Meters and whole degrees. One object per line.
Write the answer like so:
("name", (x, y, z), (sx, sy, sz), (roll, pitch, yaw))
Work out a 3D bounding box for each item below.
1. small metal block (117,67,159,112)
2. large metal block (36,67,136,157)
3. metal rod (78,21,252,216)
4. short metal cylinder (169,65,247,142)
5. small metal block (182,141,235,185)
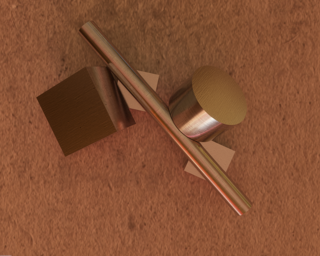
("small metal block", (-0.031, -0.049, 0.411), (0.050, 0.025, 0.050), (12, 90, -1))
("large metal block", (-0.090, -0.021, 0.381), (0.080, 0.050, 0.080), (-25, 91, 23))
("metal rod", (0.007, -0.012, 0.386), (0.025, 0.025, 0.300), (-41, 91, 0))
("short metal cylinder", (0.058, -0.029, 0.379), (0.081, 0.050, 0.080), (16, 57, -25))
("small metal block", (0.064, 0.042, 0.412), (0.050, 0.025, 0.050), (24, 90, -1))
